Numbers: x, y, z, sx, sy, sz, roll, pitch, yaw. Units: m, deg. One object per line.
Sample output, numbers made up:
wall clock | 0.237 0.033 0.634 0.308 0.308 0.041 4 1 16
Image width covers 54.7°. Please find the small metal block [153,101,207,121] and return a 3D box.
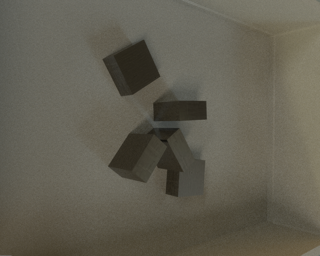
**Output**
small metal block | 0.027 -0.023 0.415 0.050 0.050 0.025 -4 93 -40

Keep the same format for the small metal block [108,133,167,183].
small metal block | -0.027 0.034 0.369 0.025 0.050 0.050 46 63 -31

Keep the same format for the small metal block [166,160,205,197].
small metal block | 0.037 0.069 0.440 0.050 0.025 0.050 6 86 -40

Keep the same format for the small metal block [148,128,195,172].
small metal block | 0.011 0.027 0.401 0.025 0.050 0.050 -42 116 -32

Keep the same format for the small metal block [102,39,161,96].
small metal block | -0.034 -0.073 0.380 0.050 0.025 0.050 -39 114 -33
